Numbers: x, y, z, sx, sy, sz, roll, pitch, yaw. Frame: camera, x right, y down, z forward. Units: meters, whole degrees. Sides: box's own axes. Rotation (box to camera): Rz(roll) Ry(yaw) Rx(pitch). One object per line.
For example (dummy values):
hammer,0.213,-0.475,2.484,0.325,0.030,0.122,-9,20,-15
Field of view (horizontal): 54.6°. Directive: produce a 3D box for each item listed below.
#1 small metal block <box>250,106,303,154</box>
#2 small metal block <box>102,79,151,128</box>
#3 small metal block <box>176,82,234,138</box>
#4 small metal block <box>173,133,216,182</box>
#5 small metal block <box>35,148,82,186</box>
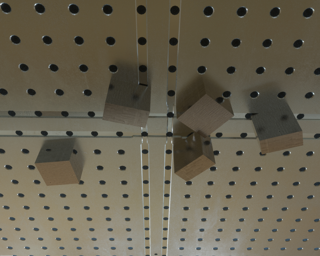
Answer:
small metal block,0.149,0.002,0.398,0.050,0.050,0.025,-14,129,12
small metal block,-0.039,-0.030,0.369,0.050,0.050,0.025,11,129,-9
small metal block,0.056,-0.021,0.394,0.050,0.025,0.050,33,123,-25
small metal block,0.046,0.038,0.427,0.025,0.050,0.050,37,121,-27
small metal block,-0.149,0.058,0.460,0.050,0.025,0.050,-5,130,4
